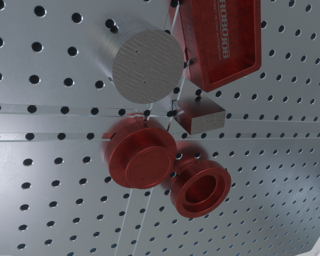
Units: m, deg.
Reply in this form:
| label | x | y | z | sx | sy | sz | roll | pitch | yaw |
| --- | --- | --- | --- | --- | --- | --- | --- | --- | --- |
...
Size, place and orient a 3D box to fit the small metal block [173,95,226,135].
| label | x | y | z | sx | sy | sz | roll | pitch | yaw |
| --- | --- | --- | --- | --- | --- | --- | --- | --- | --- |
| small metal block | 0.051 | -0.018 | 0.412 | 0.050 | 0.050 | 0.025 | -13 | 124 | -21 |

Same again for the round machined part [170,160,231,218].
| label | x | y | z | sx | sy | sz | roll | pitch | yaw |
| --- | --- | --- | --- | --- | --- | --- | --- | --- | --- |
| round machined part | 0.060 | 0.091 | 0.490 | 0.099 | 0.042 | 0.097 | -14 | 124 | -21 |

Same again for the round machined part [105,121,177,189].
| label | x | y | z | sx | sy | sz | roll | pitch | yaw |
| --- | --- | --- | --- | --- | --- | --- | --- | --- | --- |
| round machined part | -0.021 | 0.043 | 0.416 | 0.099 | 0.042 | 0.097 | -14 | 124 | -21 |

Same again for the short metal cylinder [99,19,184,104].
| label | x | y | z | sx | sy | sz | roll | pitch | yaw |
| --- | --- | --- | --- | --- | --- | --- | --- | --- | --- |
| short metal cylinder | -0.021 | -0.073 | 0.339 | 0.081 | 0.050 | 0.079 | -14 | 124 | -21 |

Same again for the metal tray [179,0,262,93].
| label | x | y | z | sx | sy | sz | roll | pitch | yaw |
| --- | --- | --- | --- | --- | --- | --- | --- | --- | --- |
| metal tray | 0.077 | -0.118 | 0.376 | 0.091 | 0.030 | 0.129 | -25 | 128 | -13 |
